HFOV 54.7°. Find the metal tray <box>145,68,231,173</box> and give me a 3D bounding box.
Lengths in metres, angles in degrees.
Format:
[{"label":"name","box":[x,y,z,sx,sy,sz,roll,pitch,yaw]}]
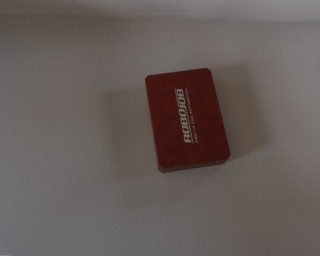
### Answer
[{"label":"metal tray","box":[0.034,-0.012,0.412,0.091,0.030,0.129,-8,70,-4]}]
